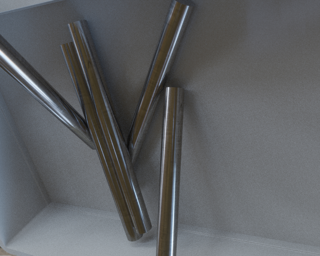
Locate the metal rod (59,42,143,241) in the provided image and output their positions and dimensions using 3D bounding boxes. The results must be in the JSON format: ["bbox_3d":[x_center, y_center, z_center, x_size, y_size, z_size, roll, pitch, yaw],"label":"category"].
[{"bbox_3d":[-0.078,0.029,0.440,0.025,0.025,0.298,-7,107,31],"label":"metal rod"}]

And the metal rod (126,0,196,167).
[{"bbox_3d":[-0.020,-0.020,0.405,0.025,0.025,0.298,29,128,9],"label":"metal rod"}]

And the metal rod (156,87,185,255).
[{"bbox_3d":[0.010,0.101,0.380,0.025,0.025,0.298,4,93,26],"label":"metal rod"}]

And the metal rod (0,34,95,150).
[{"bbox_3d":[-0.146,-0.053,0.355,0.025,0.025,0.300,5,152,25],"label":"metal rod"}]

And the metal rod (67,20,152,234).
[{"bbox_3d":[-0.063,0.009,0.418,0.025,0.025,0.298,-7,107,31],"label":"metal rod"}]
